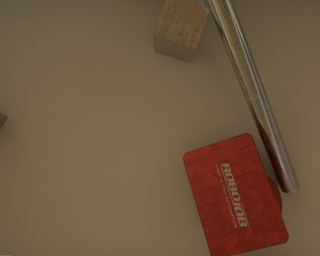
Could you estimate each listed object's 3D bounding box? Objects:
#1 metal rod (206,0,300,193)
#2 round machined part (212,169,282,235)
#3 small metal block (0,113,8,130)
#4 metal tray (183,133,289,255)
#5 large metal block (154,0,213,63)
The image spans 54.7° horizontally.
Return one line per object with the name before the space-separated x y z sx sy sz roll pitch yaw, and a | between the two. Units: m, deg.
metal rod | 0.110 -0.047 0.367 0.025 0.025 0.299 -27 109 0
round machined part | 0.112 0.102 0.405 0.099 0.042 0.097 0 90 -1
small metal block | -0.230 0.000 0.396 0.025 0.050 0.050 30 90 0
metal tray | 0.090 0.081 0.379 0.090 0.030 0.129 -20 72 15
large metal block | 0.029 -0.134 0.384 0.050 0.080 0.080 19 90 -1
